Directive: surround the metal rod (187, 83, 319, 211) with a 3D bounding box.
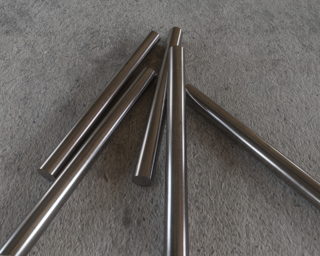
[{"bbox_3d":[0.133,0.035,0.374,0.025,0.025,0.300,-32,57,-24],"label":"metal rod"}]

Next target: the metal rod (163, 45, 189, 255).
[{"bbox_3d":[0.020,0.007,0.381,0.025,0.025,0.300,1,55,1],"label":"metal rod"}]

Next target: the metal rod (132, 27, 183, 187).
[{"bbox_3d":[0.004,-0.053,0.447,0.025,0.025,0.300,7,50,6],"label":"metal rod"}]

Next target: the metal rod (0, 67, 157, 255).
[{"bbox_3d":[-0.081,0.022,0.384,0.025,0.025,0.301,20,53,16],"label":"metal rod"}]

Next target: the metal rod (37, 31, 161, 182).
[{"bbox_3d":[-0.070,-0.051,0.445,0.025,0.025,0.301,19,52,15],"label":"metal rod"}]
